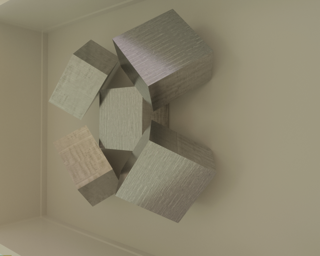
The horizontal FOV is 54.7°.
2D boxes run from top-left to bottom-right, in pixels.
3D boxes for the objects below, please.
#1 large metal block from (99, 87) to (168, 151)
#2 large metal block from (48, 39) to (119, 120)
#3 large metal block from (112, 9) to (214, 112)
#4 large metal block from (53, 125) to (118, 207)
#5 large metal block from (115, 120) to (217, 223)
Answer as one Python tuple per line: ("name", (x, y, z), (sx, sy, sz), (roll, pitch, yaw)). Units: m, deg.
("large metal block", (-0.036, -0.012, 0.417), (0.080, 0.050, 0.080), (1, 91, 40))
("large metal block", (-0.106, -0.071, 0.446), (0.050, 0.080, 0.080), (31, 117, -11))
("large metal block", (0.004, -0.079, 0.358), (0.080, 0.050, 0.080), (-30, 63, -11))
("large metal block", (-0.102, 0.056, 0.446), (0.080, 0.050, 0.080), (53, 165, 26))
("large metal block", (0.006, 0.050, 0.355), (0.080, 0.050, 0.080), (27, 113, -11))
